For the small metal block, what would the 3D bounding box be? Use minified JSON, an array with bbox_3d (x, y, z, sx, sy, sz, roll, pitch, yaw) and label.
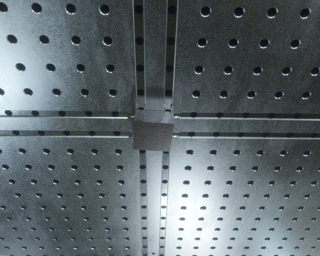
[{"bbox_3d":[-0.009,0.004,0.414,0.050,0.025,0.050,4,130,-4],"label":"small metal block"}]
